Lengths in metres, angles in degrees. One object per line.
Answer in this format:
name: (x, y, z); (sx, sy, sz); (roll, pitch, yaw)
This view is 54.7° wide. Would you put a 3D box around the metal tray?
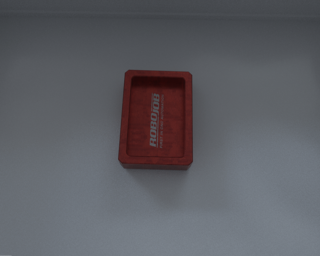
metal tray: (-0.004, -0.012, 0.408); (0.091, 0.030, 0.130); (2, 70, 0)
